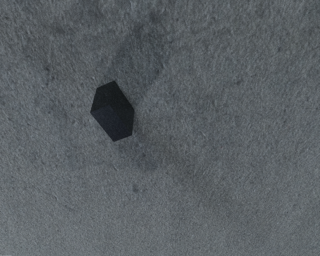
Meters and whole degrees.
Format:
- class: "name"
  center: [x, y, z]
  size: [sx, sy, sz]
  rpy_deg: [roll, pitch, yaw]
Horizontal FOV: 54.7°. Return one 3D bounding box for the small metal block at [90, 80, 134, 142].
- class: "small metal block"
  center: [-0.055, -0.020, 0.373]
  size: [0.025, 0.050, 0.050]
  rpy_deg: [-21, 127, 16]
